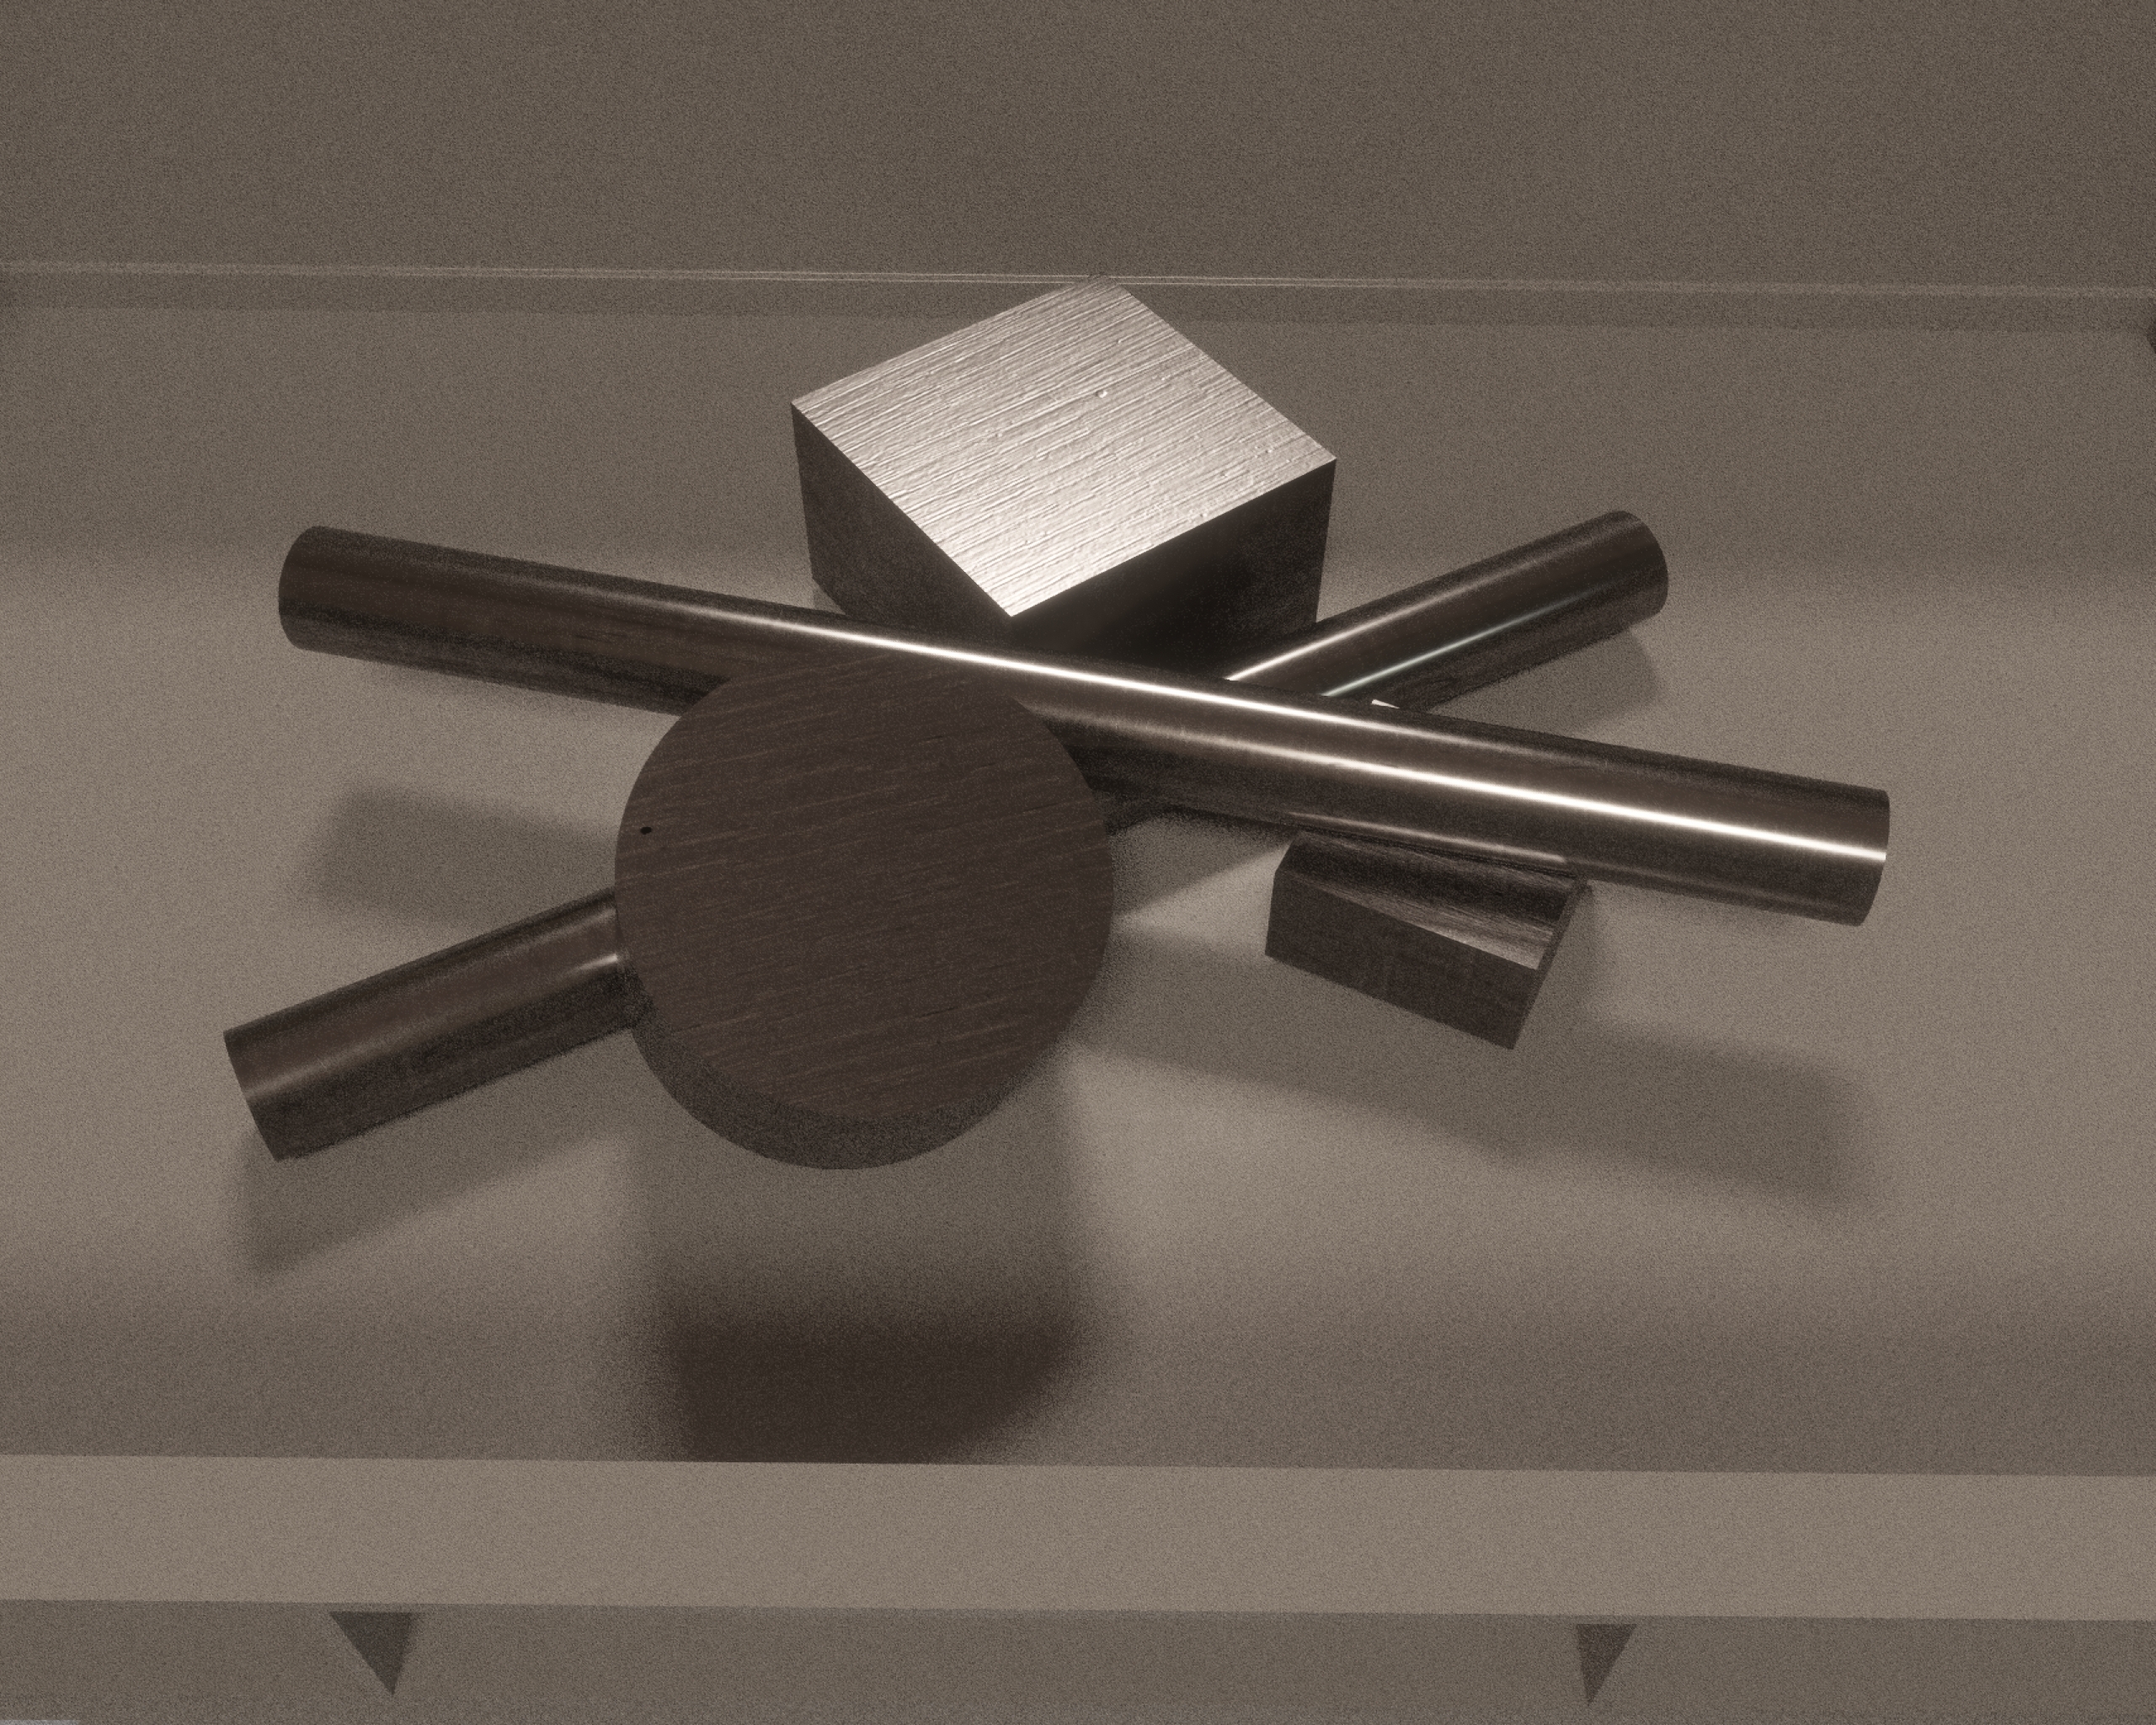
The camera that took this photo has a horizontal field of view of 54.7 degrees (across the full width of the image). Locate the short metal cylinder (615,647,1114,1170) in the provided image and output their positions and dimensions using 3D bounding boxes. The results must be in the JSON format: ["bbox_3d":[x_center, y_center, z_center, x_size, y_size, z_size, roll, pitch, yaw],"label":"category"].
[{"bbox_3d":[-0.039,0.009,0.360,0.081,0.050,0.080,4,71,-11],"label":"short metal cylinder"}]

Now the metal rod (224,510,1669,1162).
[{"bbox_3d":[-0.012,-0.012,0.413,0.302,0.025,0.025,-22,54,-18],"label":"metal rod"}]

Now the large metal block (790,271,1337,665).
[{"bbox_3d":[-0.004,-0.073,0.448,0.081,0.050,0.080,-29,56,-23],"label":"large metal block"}]

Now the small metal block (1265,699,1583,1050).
[{"bbox_3d":[0.070,0.001,0.401,0.050,0.025,0.050,21,53,16],"label":"small metal block"}]

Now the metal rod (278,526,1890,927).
[{"bbox_3d":[-0.005,-0.028,0.394,0.301,0.025,0.025,10,51,8],"label":"metal rod"}]
